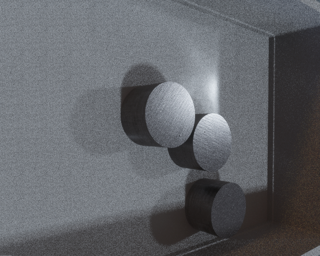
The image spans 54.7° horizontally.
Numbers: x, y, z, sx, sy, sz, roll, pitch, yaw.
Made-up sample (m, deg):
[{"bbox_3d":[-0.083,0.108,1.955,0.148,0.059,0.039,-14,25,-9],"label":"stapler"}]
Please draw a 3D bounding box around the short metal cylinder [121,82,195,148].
[{"bbox_3d":[-0.002,-0.016,0.391,0.081,0.050,0.079,0,90,-40],"label":"short metal cylinder"}]

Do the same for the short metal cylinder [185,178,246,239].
[{"bbox_3d":[0.084,0.118,0.464,0.081,0.050,0.079,0,90,-40],"label":"short metal cylinder"}]

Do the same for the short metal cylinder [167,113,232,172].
[{"bbox_3d":[0.057,0.020,0.440,0.081,0.050,0.079,0,90,-40],"label":"short metal cylinder"}]
